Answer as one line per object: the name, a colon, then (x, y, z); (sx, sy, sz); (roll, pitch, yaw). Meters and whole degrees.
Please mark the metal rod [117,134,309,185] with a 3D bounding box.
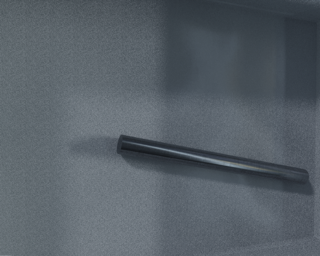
metal rod: (0.088, 0.049, 0.442); (0.302, 0.025, 0.025); (12, 86, -20)
